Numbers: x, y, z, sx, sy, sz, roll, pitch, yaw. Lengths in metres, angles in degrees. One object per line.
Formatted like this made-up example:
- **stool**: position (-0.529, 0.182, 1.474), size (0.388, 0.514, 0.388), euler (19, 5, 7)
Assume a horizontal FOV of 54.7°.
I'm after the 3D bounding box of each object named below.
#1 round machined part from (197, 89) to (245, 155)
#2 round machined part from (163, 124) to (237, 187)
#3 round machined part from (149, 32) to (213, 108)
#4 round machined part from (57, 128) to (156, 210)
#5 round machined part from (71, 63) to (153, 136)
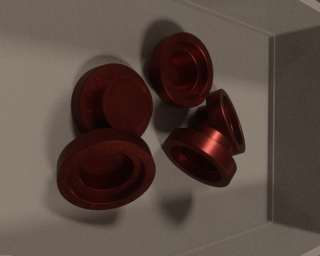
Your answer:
- **round machined part**: position (0.087, -0.005, 0.453), size (0.098, 0.042, 0.098), euler (47, 32, -42)
- **round machined part**: position (0.056, 0.032, 0.408), size (0.098, 0.098, 0.042), euler (50, 63, -29)
- **round machined part**: position (0.024, -0.075, 0.418), size (0.099, 0.042, 0.097), euler (0, 90, -40)
- **round machined part**: position (-0.057, 0.039, 0.328), size (0.099, 0.042, 0.097), euler (-9, 129, -12)
- **round machined part**: position (-0.047, -0.026, 0.358), size (0.099, 0.042, 0.097), euler (0, 90, -40)
